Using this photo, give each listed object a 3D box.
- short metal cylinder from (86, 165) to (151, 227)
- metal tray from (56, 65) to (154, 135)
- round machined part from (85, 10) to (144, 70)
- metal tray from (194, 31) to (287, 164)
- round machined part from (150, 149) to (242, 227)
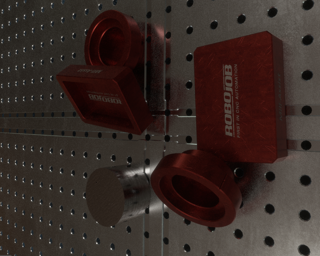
[{"bbox_3d":[-0.060,0.094,0.440,0.080,0.050,0.079,0,90,39],"label":"short metal cylinder"},{"bbox_3d":[-0.079,-0.042,0.435,0.130,0.030,0.090,11,137,39],"label":"metal tray"},{"bbox_3d":[-0.062,-0.115,0.447,0.098,0.042,0.097,0,90,39],"label":"round machined part"},{"bbox_3d":[0.084,-0.029,0.335,0.090,0.030,0.129,-3,88,39],"label":"metal tray"},{"bbox_3d":[0.042,0.062,0.341,0.098,0.042,0.097,21,141,19],"label":"round machined part"}]
